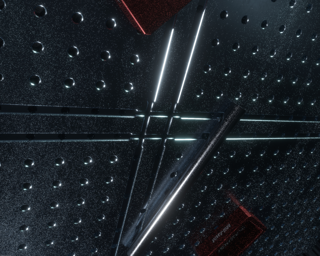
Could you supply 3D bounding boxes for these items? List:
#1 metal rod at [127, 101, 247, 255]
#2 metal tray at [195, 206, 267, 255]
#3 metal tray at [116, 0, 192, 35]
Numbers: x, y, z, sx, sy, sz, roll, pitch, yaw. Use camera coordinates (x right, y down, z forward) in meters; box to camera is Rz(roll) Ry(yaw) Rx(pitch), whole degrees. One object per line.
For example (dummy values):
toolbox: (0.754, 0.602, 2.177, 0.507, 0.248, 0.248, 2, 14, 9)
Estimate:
metal rod: (0.036, 0.089, 0.485, 0.025, 0.025, 0.299, 24, 105, -37)
metal tray: (0.145, 0.225, 0.626, 0.130, 0.030, 0.090, -46, 129, 4)
metal tray: (-0.017, -0.168, 0.294, 0.090, 0.030, 0.130, -41, 130, -1)
